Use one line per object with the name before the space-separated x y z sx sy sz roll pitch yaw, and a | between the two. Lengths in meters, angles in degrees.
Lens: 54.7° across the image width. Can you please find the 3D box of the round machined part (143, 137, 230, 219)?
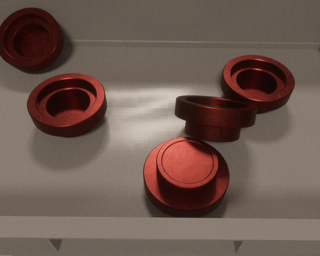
round machined part | 0.030 0.049 0.354 0.099 0.042 0.098 0 50 0

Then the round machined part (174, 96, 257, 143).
round machined part | 0.067 -0.012 0.385 0.099 0.042 0.098 5 14 -1

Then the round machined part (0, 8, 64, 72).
round machined part | -0.198 -0.133 0.486 0.099 0.042 0.097 -1 79 5

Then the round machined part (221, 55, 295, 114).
round machined part | 0.136 -0.058 0.445 0.099 0.042 0.098 0 50 0

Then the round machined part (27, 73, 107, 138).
round machined part | -0.120 -0.026 0.414 0.099 0.042 0.098 0 50 0
